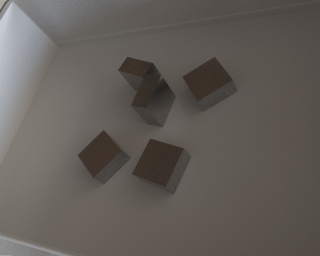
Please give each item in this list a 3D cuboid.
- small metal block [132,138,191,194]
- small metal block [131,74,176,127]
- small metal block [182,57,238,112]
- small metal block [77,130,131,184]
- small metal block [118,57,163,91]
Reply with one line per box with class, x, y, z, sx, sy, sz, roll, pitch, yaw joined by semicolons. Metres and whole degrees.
small metal block;0.002;0.046;0.377;0.050;0.025;0.050;15;69;34
small metal block;-0.007;-0.036;0.416;0.025;0.050;0.050;9;67;32
small metal block;0.065;-0.058;0.407;0.050;0.025;0.050;-31;52;8
small metal block;-0.076;0.039;0.422;0.050;0.025;0.050;-45;51;-3
small metal block;-0.024;-0.073;0.447;0.050;0.050;0.025;22;74;36
